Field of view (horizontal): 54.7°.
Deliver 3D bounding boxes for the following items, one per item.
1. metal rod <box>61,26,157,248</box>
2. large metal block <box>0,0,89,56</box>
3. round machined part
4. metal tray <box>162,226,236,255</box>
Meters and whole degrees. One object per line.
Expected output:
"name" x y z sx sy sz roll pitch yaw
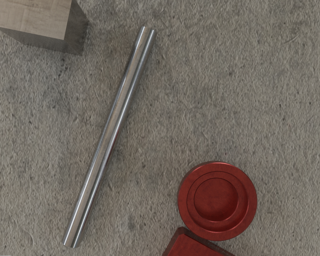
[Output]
"metal rod" -0.067 0.011 0.409 0.025 0.025 0.299 20 90 -1
"large metal block" -0.141 -0.130 0.381 0.080 0.080 0.050 11 90 -1
"round machined part" 0.071 0.091 0.403 0.099 0.042 0.097 0 90 -1
"metal tray" 0.061 0.203 0.409 0.130 0.030 0.090 29 90 -1
